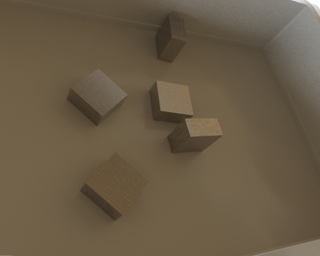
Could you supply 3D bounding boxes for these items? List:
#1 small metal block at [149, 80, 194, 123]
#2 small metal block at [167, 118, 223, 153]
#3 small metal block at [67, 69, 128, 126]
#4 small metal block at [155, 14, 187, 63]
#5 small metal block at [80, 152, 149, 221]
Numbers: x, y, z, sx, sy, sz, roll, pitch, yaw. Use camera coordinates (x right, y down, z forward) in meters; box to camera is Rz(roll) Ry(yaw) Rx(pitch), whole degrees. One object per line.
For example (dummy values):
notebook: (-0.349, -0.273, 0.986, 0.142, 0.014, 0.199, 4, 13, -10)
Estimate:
small metal block: (0.015, -0.036, 0.436, 0.050, 0.025, 0.050, 7, 59, -25)
small metal block: (0.045, 0.010, 0.407, 0.050, 0.050, 0.025, -1, 63, -29)
small metal block: (-0.078, -0.039, 0.387, 0.050, 0.025, 0.050, 42, 51, 1)
small metal block: (0.016, -0.139, 0.483, 0.025, 0.050, 0.050, 9, 58, -24)
small metal block: (-0.049, 0.064, 0.340, 0.050, 0.025, 0.050, 41, 51, 0)
